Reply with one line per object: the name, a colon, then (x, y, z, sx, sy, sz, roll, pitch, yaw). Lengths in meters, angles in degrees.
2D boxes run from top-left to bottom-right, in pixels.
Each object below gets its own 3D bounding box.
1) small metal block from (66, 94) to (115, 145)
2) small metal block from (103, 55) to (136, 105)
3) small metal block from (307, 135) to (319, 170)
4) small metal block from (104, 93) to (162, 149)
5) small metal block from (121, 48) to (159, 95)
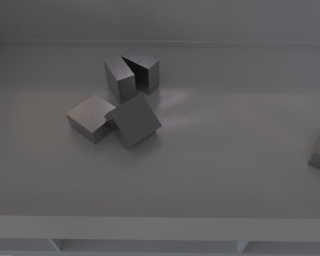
small metal block: (-0.087, -0.013, 0.415, 0.050, 0.025, 0.050, 33, 57, 24)
small metal block: (-0.057, -0.068, 0.445, 0.025, 0.050, 0.050, -23, 54, -17)
small metal block: (0.217, 0.031, 0.380, 0.050, 0.025, 0.050, 26, 55, 20)
small metal block: (-0.034, -0.009, 0.396, 0.050, 0.025, 0.050, -34, 94, -25)
small metal block: (-0.029, -0.084, 0.459, 0.050, 0.050, 0.025, 29, 56, 22)
